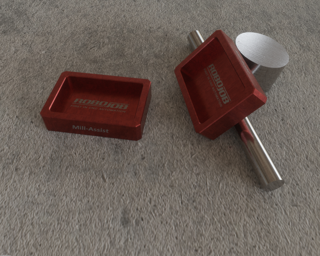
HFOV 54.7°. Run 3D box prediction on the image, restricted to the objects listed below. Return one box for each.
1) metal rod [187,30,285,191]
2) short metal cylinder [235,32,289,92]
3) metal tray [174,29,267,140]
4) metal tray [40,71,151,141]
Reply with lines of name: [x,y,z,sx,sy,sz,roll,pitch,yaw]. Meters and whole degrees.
metal rod: [0.094,-0.047,0.443,0.025,0.025,0.300,-10,51,-9]
short metal cylinder: [0.141,-0.097,0.461,0.081,0.050,0.080,8,50,-9]
metal tray: [0.074,-0.060,0.415,0.030,0.090,0.130,26,36,-39]
metal tray: [-0.083,-0.033,0.426,0.131,0.030,0.090,7,50,5]
